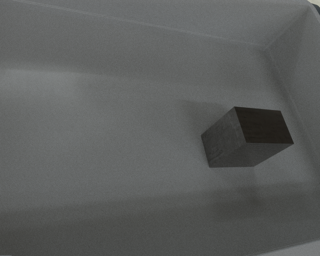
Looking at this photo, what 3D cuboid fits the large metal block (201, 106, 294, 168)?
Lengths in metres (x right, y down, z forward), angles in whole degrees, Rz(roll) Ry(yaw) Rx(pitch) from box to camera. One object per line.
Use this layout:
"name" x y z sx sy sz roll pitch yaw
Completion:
"large metal block" 0.116 0.015 0.422 0.081 0.080 0.050 3 61 -27
